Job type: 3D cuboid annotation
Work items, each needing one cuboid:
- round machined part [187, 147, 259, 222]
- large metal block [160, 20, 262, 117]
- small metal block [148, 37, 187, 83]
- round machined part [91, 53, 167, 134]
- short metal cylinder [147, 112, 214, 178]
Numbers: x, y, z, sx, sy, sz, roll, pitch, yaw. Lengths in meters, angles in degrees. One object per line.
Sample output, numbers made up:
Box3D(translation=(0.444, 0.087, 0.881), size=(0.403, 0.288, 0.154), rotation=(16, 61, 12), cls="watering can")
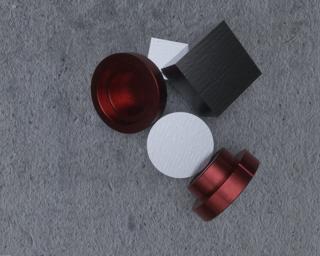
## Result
Box3D(translation=(0.070, 0.062, 0.375), size=(0.042, 0.098, 0.098), rotation=(42, 90, 7), cls="round machined part")
Box3D(translation=(0.062, -0.070, 0.382), size=(0.080, 0.050, 0.080), rotation=(-44, 105, -11), cls="large metal block")
Box3D(translation=(0.009, -0.087, 0.410), size=(0.050, 0.025, 0.050), rotation=(10, 90, -1), cls="small metal block")
Box3D(translation=(-0.034, -0.045, 0.387), size=(0.098, 0.042, 0.097), rotation=(8, 108, 26), cls="round machined part")
Box3D(translation=(0.024, 0.020, 0.398), size=(0.081, 0.050, 0.079), rotation=(0, 90, -1), cls="short metal cylinder")
